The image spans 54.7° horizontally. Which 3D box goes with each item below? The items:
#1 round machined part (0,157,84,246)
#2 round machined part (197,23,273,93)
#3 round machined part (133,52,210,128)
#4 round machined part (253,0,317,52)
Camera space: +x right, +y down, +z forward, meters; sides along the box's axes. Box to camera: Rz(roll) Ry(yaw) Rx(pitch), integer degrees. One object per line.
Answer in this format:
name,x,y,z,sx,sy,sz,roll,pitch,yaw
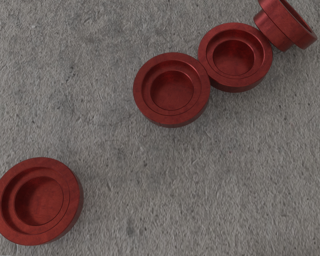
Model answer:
round machined part,-0.140,0.087,0.366,0.099,0.042,0.098,0,70,0
round machined part,0.101,-0.093,0.431,0.099,0.042,0.098,-1,72,3
round machined part,0.017,-0.047,0.411,0.098,0.042,0.098,-2,75,7
round machined part,0.170,-0.146,0.436,0.098,0.042,0.098,29,38,-25
